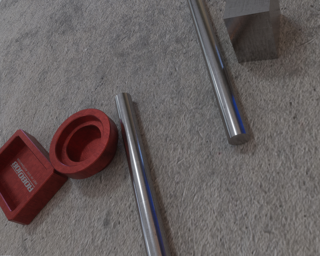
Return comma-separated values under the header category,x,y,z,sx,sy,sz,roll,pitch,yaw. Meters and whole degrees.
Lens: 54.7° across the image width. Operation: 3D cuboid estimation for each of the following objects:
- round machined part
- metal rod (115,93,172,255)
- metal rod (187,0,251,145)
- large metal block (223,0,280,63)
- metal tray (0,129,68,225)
category,x,y,z,sx,sy,sz,roll,pitch,yaw
round machined part,-0.099,0.025,0.428,0.098,0.042,0.098,-13,56,20
metal rod,-0.019,0.072,0.368,0.025,0.025,0.299,-26,53,12
metal rod,0.071,-0.109,0.432,0.025,0.025,0.299,-20,54,16
large metal block,0.120,-0.142,0.392,0.050,0.080,0.080,-1,61,27
metal tray,-0.206,0.069,0.463,0.130,0.030,0.090,34,80,38
